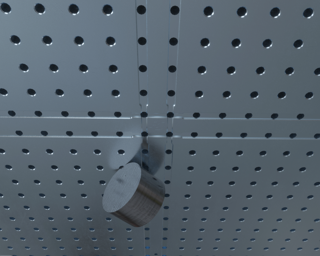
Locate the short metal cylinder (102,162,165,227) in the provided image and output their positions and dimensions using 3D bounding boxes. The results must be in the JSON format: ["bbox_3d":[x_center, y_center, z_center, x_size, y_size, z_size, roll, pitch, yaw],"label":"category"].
[{"bbox_3d":[-0.039,0.098,0.458,0.080,0.080,0.050,-35,122,26],"label":"short metal cylinder"}]
